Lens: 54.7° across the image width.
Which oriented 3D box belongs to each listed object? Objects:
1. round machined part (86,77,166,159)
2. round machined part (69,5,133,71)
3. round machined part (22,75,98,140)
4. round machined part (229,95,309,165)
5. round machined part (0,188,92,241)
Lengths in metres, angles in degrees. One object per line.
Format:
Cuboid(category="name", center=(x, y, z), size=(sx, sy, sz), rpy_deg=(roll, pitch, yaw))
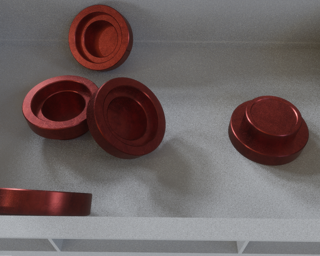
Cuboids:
Cuboid(category="round machined part", center=(-0.045, -0.009, 0.380), size=(0.099, 0.042, 0.098), rpy_deg=(15, 64, -33))
Cuboid(category="round machined part", center=(-0.089, -0.138, 0.486), size=(0.098, 0.097, 0.042), rpy_deg=(14, 8, 11))
Cuboid(category="round machined part", center=(-0.125, -0.023, 0.412), size=(0.099, 0.042, 0.098), rpy_deg=(0, 50, 0))
Cuboid(category="round machined part", center=(0.141, -0.004, 0.398), size=(0.099, 0.042, 0.098), rpy_deg=(0, 50, 0))
Cuboid(category="round machined part", center=(-0.117, 0.081, 0.296), size=(0.099, 0.098, 0.042), rpy_deg=(3, 77, 2))
